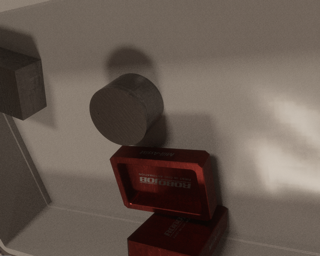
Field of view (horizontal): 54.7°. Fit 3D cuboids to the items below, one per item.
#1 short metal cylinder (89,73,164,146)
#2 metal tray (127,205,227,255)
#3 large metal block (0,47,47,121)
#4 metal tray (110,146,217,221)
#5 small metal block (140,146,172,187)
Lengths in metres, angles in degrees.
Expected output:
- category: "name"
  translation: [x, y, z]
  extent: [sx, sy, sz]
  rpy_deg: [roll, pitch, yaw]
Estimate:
- category: "short metal cylinder"
  translation: [-0.042, -0.024, 0.398]
  extent: [0.080, 0.050, 0.079]
  rpy_deg: [13, 124, 20]
- category: "metal tray"
  translation: [0.028, 0.137, 0.407]
  extent: [0.090, 0.131, 0.030]
  rpy_deg: [4, 103, 26]
- category: "large metal block"
  translation: [-0.224, -0.068, 0.466]
  extent: [0.080, 0.050, 0.079]
  rpy_deg: [19, 126, 17]
- category: "metal tray"
  translation: [0.004, 0.072, 0.413]
  extent: [0.130, 0.030, 0.089]
  rpy_deg: [2, 119, 26]
- category: "small metal block"
  translation: [-0.002, 0.062, 0.447]
  extent: [0.050, 0.025, 0.050]
  rpy_deg: [35, 129, 5]
